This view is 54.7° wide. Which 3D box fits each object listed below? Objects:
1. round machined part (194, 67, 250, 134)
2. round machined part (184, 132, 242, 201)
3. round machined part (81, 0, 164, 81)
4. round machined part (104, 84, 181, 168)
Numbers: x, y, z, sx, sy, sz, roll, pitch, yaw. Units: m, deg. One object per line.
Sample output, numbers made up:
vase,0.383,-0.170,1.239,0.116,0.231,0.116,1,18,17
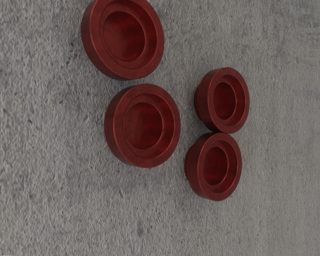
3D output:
round machined part,0.089,-0.040,0.468,0.099,0.042,0.097,0,90,-40
round machined part,0.074,0.055,0.455,0.099,0.042,0.097,-1,91,-40
round machined part,-0.046,-0.103,0.355,0.099,0.042,0.097,0,90,-40
round machined part,-0.024,-0.003,0.373,0.099,0.042,0.097,0,90,-40
